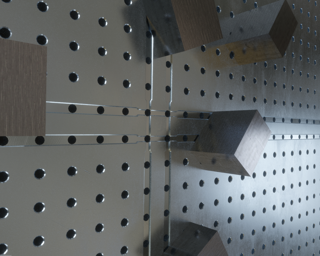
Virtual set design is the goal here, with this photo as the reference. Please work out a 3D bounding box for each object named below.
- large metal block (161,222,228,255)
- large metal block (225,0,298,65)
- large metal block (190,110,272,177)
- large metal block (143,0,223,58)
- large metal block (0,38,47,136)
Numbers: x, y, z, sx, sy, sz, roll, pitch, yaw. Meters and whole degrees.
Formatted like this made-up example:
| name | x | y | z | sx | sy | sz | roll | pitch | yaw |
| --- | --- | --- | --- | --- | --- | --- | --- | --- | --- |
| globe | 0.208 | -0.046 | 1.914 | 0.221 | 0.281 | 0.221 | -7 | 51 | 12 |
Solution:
| name | x | y | z | sx | sy | sz | roll | pitch | yaw |
| --- | --- | --- | --- | --- | --- | --- | --- | --- | --- |
| large metal block | 0.052 | 0.196 | 0.436 | 0.080 | 0.050 | 0.080 | -38 | 113 | -33 |
| large metal block | 0.167 | -0.156 | 0.511 | 0.050 | 0.080 | 0.080 | 44 | 63 | -31 |
| large metal block | 0.105 | 0.020 | 0.460 | 0.050 | 0.080 | 0.080 | 49 | 61 | -29 |
| large metal block | 0.032 | -0.147 | 0.418 | 0.081 | 0.050 | 0.080 | -28 | 108 | -36 |
| large metal block | -0.148 | -0.033 | 0.268 | 0.081 | 0.050 | 0.080 | 1 | 89 | -40 |
